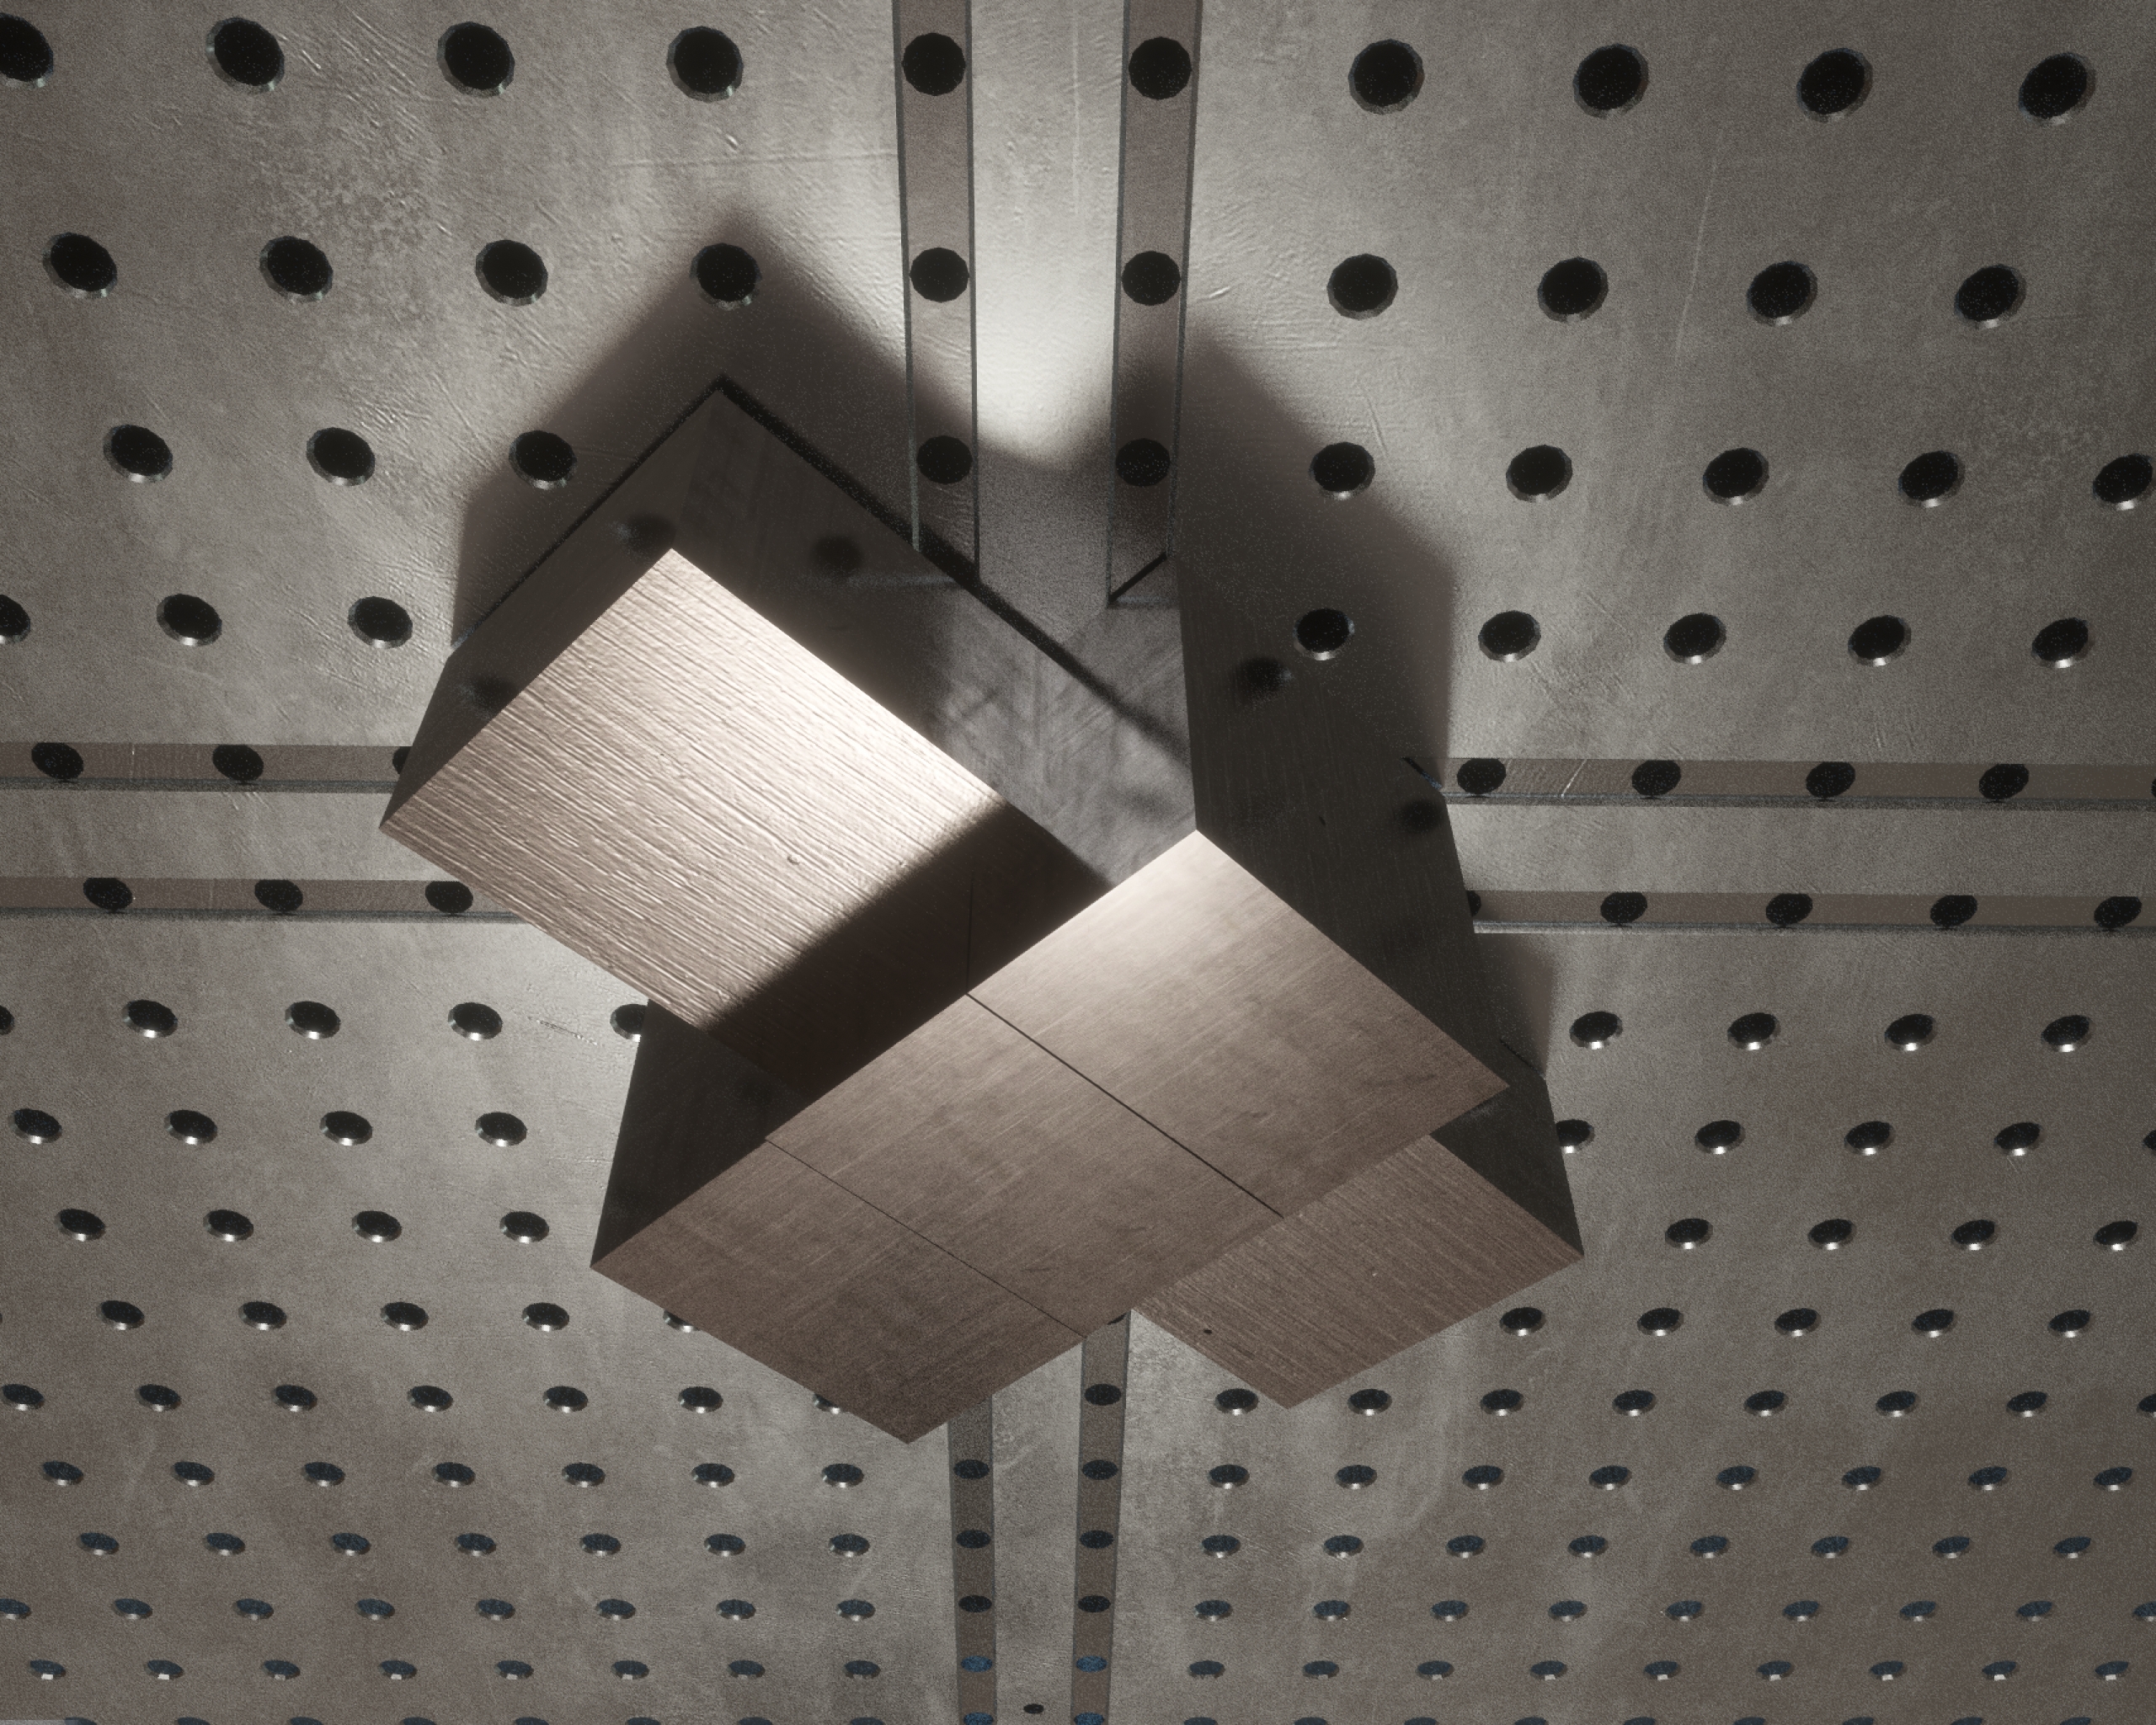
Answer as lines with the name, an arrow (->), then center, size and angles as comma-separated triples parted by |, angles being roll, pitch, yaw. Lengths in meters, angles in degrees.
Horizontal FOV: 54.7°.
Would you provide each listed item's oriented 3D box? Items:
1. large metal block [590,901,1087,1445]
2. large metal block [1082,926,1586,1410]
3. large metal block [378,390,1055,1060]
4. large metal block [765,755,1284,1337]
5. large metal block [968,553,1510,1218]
large metal block -> -0.045, 0.058, 0.425 | 0.050, 0.080, 0.080 | -37, 122, 26
large metal block -> 0.049, 0.064, 0.451 | 0.080, 0.050, 0.080 | -36, 122, 27
large metal block -> -0.061, -0.022, 0.372 | 0.080, 0.050, 0.080 | -37, 122, 28
large metal block -> -0.009, 0.031, 0.402 | 0.050, 0.080, 0.080 | -37, 122, 26
large metal block -> 0.028, 0.004, 0.380 | 0.050, 0.080, 0.080 | -37, 122, 26
